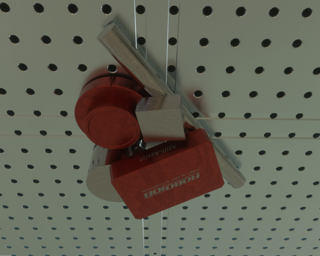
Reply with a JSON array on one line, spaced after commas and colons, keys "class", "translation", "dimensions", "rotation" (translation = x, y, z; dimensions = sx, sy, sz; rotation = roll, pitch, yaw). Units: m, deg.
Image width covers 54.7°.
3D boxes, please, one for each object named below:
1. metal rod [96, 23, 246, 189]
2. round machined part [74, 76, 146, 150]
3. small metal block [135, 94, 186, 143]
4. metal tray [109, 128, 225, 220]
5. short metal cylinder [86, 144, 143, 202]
[{"class": "metal rod", "translation": [0.032, -0.009, 0.400], "dimensions": [0.025, 0.025, 0.300], "rotation": [-29, 125, 22]}, {"class": "round machined part", "translation": [-0.057, -0.011, 0.384], "dimensions": [0.099, 0.042, 0.097], "rotation": [0, 130, 1]}, {"class": "small metal block", "translation": [0.003, -0.010, 0.367], "dimensions": [0.050, 0.025, 0.050], "rotation": [-4, 133, 10]}, {"class": "metal tray", "translation": [0.012, 0.063, 0.407], "dimensions": [0.131, 0.030, 0.090], "rotation": [-22, 128, 1]}, {"class": "short metal cylinder", "translation": [-0.060, 0.061, 0.441], "dimensions": [0.081, 0.050, 0.079], "rotation": [0, 130, 0]}]
